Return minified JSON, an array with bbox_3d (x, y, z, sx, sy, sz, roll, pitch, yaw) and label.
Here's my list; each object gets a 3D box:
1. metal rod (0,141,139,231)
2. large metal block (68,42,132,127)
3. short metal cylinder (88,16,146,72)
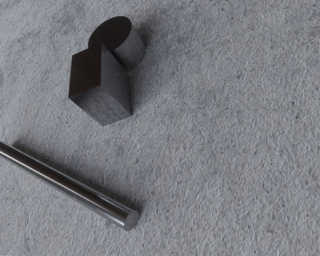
[{"bbox_3d":[-0.151,0.071,0.439,0.300,0.025,0.025,17,71,34],"label":"metal rod"},{"bbox_3d":[-0.084,-0.061,0.450,0.050,0.080,0.080,-19,55,17],"label":"large metal block"},{"bbox_3d":[-0.069,-0.135,0.507,0.080,0.050,0.080,-13,56,21],"label":"short metal cylinder"}]
